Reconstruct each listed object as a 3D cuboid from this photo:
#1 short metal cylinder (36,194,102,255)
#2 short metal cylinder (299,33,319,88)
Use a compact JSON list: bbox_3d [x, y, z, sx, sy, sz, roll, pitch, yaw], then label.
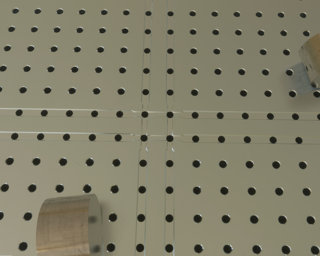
[{"bbox_3d":[-0.096,0.115,0.340,0.050,0.080,0.080,-5,70,-2],"label":"short metal cylinder"},{"bbox_3d":[0.238,-0.095,0.419,0.081,0.080,0.050,-10,71,-4],"label":"short metal cylinder"}]
